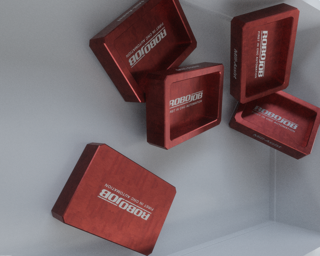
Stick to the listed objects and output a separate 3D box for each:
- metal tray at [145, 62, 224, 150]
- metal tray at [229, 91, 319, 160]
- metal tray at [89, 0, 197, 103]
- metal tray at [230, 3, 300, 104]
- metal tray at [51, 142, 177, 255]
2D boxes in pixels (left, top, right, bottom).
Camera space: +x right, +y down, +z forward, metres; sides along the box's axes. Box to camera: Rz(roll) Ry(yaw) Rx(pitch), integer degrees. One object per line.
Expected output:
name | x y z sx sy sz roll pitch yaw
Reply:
metal tray | 0.037 -0.034 0.408 0.131 0.030 0.089 -22 118 -45
metal tray | 0.192 -0.016 0.514 0.130 0.030 0.090 26 69 5
metal tray | -0.014 -0.104 0.384 0.130 0.030 0.090 -50 126 -28
metal tray | 0.152 -0.107 0.461 0.091 0.030 0.129 -20 130 -12
metal tray | -0.046 0.085 0.364 0.130 0.030 0.090 37 67 -34
